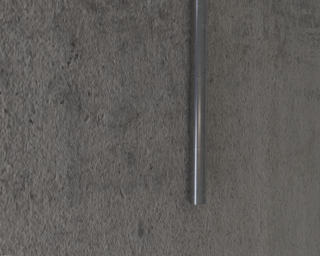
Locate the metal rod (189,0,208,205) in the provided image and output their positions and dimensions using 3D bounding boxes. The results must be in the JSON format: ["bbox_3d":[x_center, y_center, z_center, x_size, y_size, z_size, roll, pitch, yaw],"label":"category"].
[{"bbox_3d":[0.056,-0.041,0.449,0.025,0.025,0.298,1,90,-40],"label":"metal rod"}]
